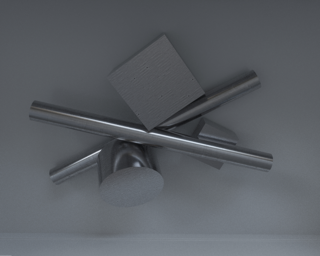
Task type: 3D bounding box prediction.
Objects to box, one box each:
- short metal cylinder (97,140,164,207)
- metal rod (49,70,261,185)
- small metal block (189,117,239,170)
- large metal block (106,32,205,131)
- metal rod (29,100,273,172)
[{"bbox_3d":[-0.040,0.058,0.402,0.081,0.050,0.079,-8,133,-9],"label":"short metal cylinder"},{"bbox_3d":[-0.013,0.003,0.410,0.301,0.025,0.025,-26,108,8],"label":"metal rod"},{"bbox_3d":[0.069,0.021,0.417,0.050,0.025,0.050,25,108,-10],"label":"small metal block"},{"bbox_3d":[-0.004,-0.057,0.375,0.080,0.050,0.080,-34,107,11],"label":"large metal block"},{"bbox_3d":[-0.006,0.012,0.387,0.302,0.025,0.025,13,110,-5],"label":"metal rod"}]
